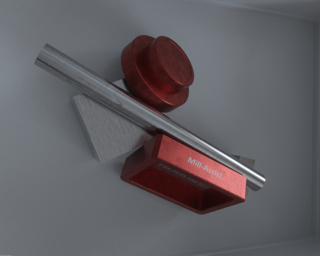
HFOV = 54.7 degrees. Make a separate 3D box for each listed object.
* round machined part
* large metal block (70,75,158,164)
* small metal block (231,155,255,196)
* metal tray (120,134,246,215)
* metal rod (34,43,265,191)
[{"bbox_3d":[0.004,-0.071,0.375,0.098,0.042,0.098,31,45,-35],"label":"round machined part"},{"bbox_3d":[-0.053,-0.012,0.376,0.081,0.050,0.080,-24,98,-19],"label":"large metal block"},{"bbox_3d":[0.103,0.064,0.435,0.025,0.050,0.050,16,85,-20],"label":"small metal block"},{"bbox_3d":[0.028,0.063,0.382,0.131,0.090,0.030,28,53,-19],"label":"metal tray"},{"bbox_3d":[0.004,-0.002,0.357,0.301,0.025,0.025,30,80,-18],"label":"metal rod"}]
